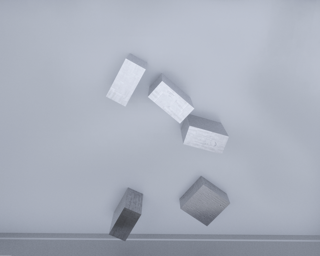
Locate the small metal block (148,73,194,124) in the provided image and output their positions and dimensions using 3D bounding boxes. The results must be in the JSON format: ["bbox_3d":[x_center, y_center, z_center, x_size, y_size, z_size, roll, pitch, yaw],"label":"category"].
[{"bbox_3d":[0.013,-0.038,0.384,0.050,0.050,0.025,39,106,-13],"label":"small metal block"}]

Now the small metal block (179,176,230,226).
[{"bbox_3d":[0.064,0.106,0.451,0.050,0.025,0.050,36,106,-13],"label":"small metal block"}]

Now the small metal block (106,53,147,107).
[{"bbox_3d":[-0.039,-0.060,0.375,0.025,0.050,0.050,28,108,-10],"label":"small metal block"}]

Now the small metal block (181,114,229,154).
[{"bbox_3d":[0.056,0.006,0.401,0.050,0.050,0.025,15,109,-6],"label":"small metal block"}]

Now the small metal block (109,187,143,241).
[{"bbox_3d":[-0.048,0.122,0.442,0.025,0.050,0.050,26,108,-9],"label":"small metal block"}]
